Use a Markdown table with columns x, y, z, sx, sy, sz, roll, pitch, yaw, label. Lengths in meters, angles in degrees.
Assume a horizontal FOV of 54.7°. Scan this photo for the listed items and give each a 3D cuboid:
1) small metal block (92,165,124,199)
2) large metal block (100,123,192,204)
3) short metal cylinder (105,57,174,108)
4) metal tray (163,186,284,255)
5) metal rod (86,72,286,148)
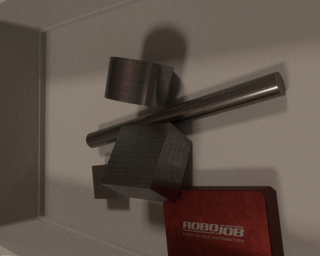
| x | y | z | sx | sy | sz | roll | pitch | yaw | label |
| --- | --- | --- | --- | --- | --- | --- | --- | --- | --- |
| -0.075 | 0.079 | 0.466 | 0.050 | 0.025 | 0.050 | -10 | 84 | 39 | small metal block |
| -0.016 | 0.042 | 0.381 | 0.080 | 0.050 | 0.080 | -3 | 59 | 39 | large metal block |
| -0.026 | -0.058 | 0.391 | 0.080 | 0.081 | 0.050 | 16 | 100 | 38 | short metal cylinder |
| 0.065 | 0.113 | 0.348 | 0.130 | 0.030 | 0.089 | -9 | 84 | 39 | metal tray |
| 0.006 | -0.012 | 0.399 | 0.300 | 0.025 | 0.025 | -16 | 80 | 38 | metal rod |
